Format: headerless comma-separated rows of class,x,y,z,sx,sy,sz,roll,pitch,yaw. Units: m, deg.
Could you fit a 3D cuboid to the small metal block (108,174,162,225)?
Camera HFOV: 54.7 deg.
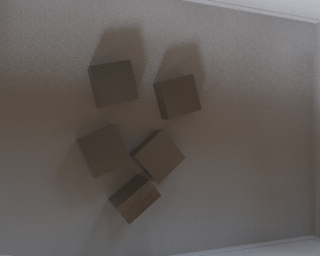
small metal block,-0.033,0.087,0.386,0.050,0.050,0.025,-39,103,-16

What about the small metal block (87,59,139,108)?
small metal block,-0.059,-0.055,0.389,0.050,0.025,0.050,-14,95,-20

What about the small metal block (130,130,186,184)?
small metal block,-0.003,0.037,0.410,0.050,0.025,0.050,-43,104,-15

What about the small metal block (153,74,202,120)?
small metal block,0.024,-0.042,0.420,0.050,0.025,0.050,-17,96,-20

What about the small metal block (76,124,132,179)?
small metal block,-0.070,0.028,0.385,0.050,0.025,0.050,-24,98,-19
